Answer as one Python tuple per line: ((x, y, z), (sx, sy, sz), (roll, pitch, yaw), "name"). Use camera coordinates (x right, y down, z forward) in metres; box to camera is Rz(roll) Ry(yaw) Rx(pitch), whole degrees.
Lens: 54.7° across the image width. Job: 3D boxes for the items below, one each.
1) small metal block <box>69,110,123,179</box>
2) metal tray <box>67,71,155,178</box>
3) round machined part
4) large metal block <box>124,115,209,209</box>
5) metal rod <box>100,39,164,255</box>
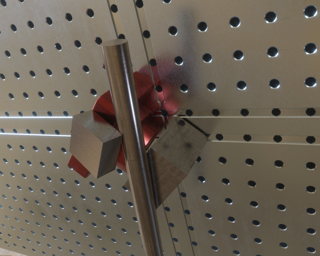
((-0.070, 0.017, 0.330), (0.050, 0.025, 0.050), (37, 130, 27), "small metal block")
((-0.064, -0.003, 0.399), (0.030, 0.090, 0.129), (37, 129, 3), "metal tray")
((-0.038, 0.019, 0.400), (0.042, 0.098, 0.097), (36, 129, 4), "round machined part")
((0.009, 0.043, 0.392), (0.050, 0.080, 0.080), (37, 129, 3), "large metal block")
((-0.024, 0.052, 0.351), (0.025, 0.025, 0.298), (6, 122, 24), "metal rod")
